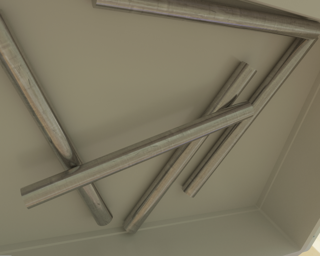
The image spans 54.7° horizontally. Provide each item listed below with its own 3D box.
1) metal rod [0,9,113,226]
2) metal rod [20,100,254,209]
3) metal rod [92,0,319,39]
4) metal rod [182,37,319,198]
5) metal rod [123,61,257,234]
[{"bbox_3d":[-0.114,0.017,0.357,0.025,0.025,0.298,-26,128,-12],"label":"metal rod"},{"bbox_3d":[-0.014,0.026,0.384,0.302,0.025,0.025,-21,127,-16],"label":"metal rod"},{"bbox_3d":[0.074,-0.131,0.361,0.303,0.025,0.025,-1,119,-25],"label":"metal rod"},{"bbox_3d":[0.131,-0.016,0.473,0.025,0.025,0.299,28,103,-38],"label":"metal rod"},{"bbox_3d":[0.038,0.035,0.452,0.025,0.025,0.299,27,103,-38],"label":"metal rod"}]
